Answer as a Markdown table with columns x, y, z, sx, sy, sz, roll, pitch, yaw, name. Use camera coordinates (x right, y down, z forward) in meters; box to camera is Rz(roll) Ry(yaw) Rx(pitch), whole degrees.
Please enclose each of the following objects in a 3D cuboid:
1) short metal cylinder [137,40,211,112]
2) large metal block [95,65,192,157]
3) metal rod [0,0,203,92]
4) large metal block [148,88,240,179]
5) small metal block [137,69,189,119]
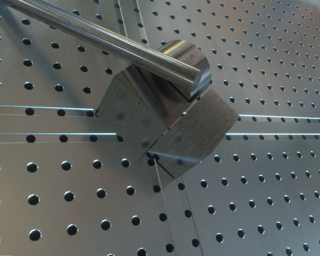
| x | y | z | sx | sy | sz | roll | pitch | yaw | name |
| --- | --- | --- | --- | --- | --- | --- | --- | --- | --- |
| 0.017 | -0.064 | 0.389 | 0.080 | 0.080 | 0.050 | 45 | 51 | 2 | short metal cylinder |
| -0.023 | -0.023 | 0.377 | 0.080 | 0.080 | 0.050 | 44 | 51 | 2 | large metal block |
| -0.090 | -0.115 | 0.364 | 0.301 | 0.025 | 0.025 | 27 | 49 | 16 | metal rod |
| 0.042 | 0.008 | 0.390 | 0.050 | 0.080 | 0.080 | 45 | 51 | 2 | large metal block |
| 0.005 | -0.049 | 0.443 | 0.050 | 0.025 | 0.050 | 41 | 51 | -1 | small metal block |
